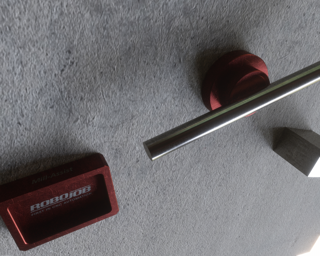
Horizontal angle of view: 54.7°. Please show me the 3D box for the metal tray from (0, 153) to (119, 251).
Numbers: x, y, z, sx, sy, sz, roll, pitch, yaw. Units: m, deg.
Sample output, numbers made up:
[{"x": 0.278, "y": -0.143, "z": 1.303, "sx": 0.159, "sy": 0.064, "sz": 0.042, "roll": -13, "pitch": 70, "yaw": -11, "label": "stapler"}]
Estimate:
[{"x": -0.124, "y": 0.093, "z": 0.394, "sx": 0.131, "sy": 0.030, "sz": 0.089, "roll": -18, "pitch": 126, "yaw": -18, "label": "metal tray"}]

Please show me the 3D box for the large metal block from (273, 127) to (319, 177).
[{"x": 0.265, "y": 0.042, "z": 0.546, "sx": 0.081, "sy": 0.080, "sz": 0.050, "roll": 6, "pitch": 115, "yaw": -32, "label": "large metal block"}]

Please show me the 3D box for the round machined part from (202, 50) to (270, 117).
[{"x": 0.110, "y": -0.053, "z": 0.425, "sx": 0.099, "sy": 0.042, "sz": 0.097, "roll": -14, "pitch": 125, "yaw": -21, "label": "round machined part"}]

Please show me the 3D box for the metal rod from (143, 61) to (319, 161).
[{"x": 0.119, "y": -0.033, "z": 0.399, "sx": 0.302, "sy": 0.025, "sz": 0.025, "roll": -24, "pitch": 128, "yaw": -14, "label": "metal rod"}]
